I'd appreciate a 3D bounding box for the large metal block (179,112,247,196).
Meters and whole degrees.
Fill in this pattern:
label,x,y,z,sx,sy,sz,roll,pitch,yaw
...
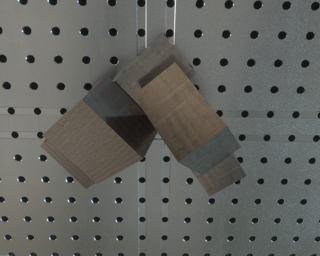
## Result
label,x,y,z,sx,sy,sz,roll,pitch,yaw
large metal block,0.058,0.024,0.392,0.050,0.080,0.080,-32,107,11

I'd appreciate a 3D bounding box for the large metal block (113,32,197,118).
label,x,y,z,sx,sy,sz,roll,pitch,yaw
large metal block,-0.009,-0.063,0.359,0.080,0.080,0.050,-40,106,13

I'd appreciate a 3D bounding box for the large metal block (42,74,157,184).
label,x,y,z,sx,sy,sz,roll,pitch,yaw
large metal block,-0.062,0.004,0.331,0.080,0.050,0.080,-32,109,37

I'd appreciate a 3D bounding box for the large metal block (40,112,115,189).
label,x,y,z,sx,sy,sz,roll,pitch,yaw
large metal block,-0.090,0.018,0.405,0.080,0.050,0.080,-38,106,12

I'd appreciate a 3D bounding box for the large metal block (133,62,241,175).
label,x,y,z,sx,sy,sz,roll,pitch,yaw
large metal block,0.029,-0.005,0.307,0.050,0.080,0.080,-38,64,8
